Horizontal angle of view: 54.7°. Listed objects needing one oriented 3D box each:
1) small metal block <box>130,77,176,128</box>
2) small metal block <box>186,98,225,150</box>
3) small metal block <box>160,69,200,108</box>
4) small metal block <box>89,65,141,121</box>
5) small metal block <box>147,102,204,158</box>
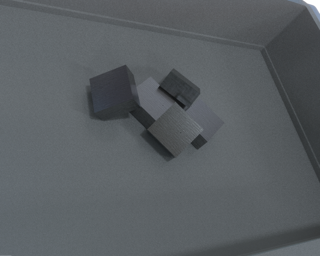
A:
[{"bbox_3d":[-0.014,-0.034,0.418,0.050,0.025,0.050,44,51,2],"label":"small metal block"},{"bbox_3d":[0.055,-0.006,0.439,0.050,0.025,0.050,46,51,3],"label":"small metal block"},{"bbox_3d":[0.030,-0.058,0.442,0.050,0.025,0.050,37,16,-4],"label":"small metal block"},{"bbox_3d":[-0.056,-0.043,0.384,0.050,0.025,0.050,-19,64,11],"label":"small metal block"},{"bbox_3d":[0.019,0.003,0.398,0.050,0.025,0.050,45,82,3],"label":"small metal block"}]
